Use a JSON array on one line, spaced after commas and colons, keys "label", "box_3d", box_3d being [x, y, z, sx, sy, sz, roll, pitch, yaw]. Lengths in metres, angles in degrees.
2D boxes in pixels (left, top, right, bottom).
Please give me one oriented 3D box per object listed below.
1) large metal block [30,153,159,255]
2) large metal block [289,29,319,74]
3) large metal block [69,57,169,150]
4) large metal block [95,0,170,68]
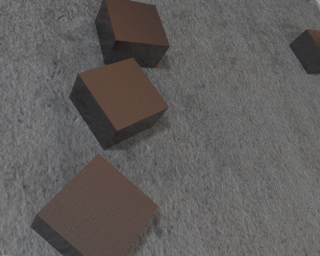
[{"label": "large metal block", "box_3d": [-0.063, 0.086, 0.302, 0.080, 0.050, 0.080, 42, 51, 0]}, {"label": "large metal block", "box_3d": [0.347, -0.168, 0.681, 0.081, 0.050, 0.080, -9, 66, -32]}, {"label": "large metal block", "box_3d": [-0.050, -0.032, 0.381, 0.081, 0.050, 0.080, -27, 77, -37]}, {"label": "large metal block", "box_3d": [-0.042, -0.137, 0.450, 0.081, 0.050, 0.080, -2, 63, -30]}]
